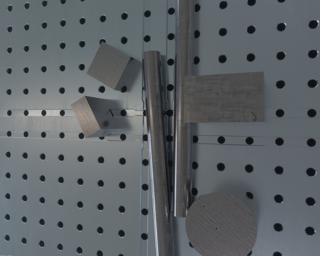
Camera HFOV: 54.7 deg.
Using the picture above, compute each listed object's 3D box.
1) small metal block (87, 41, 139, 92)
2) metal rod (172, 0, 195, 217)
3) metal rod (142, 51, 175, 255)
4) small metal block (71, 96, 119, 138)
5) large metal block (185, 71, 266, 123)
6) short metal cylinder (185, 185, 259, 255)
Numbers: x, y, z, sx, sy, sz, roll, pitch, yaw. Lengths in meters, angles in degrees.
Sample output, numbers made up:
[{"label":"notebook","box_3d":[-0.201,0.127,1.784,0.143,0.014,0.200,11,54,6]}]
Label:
[{"label":"small metal block","box_3d":[-0.067,-0.086,0.436,0.050,0.025,0.050,31,100,17]},{"label":"metal rod","box_3d":[0.031,-0.037,0.401,0.025,0.025,0.298,1,90,20]},{"label":"metal rod","box_3d":[-0.002,0.048,0.413,0.025,0.025,0.298,-4,89,20]},{"label":"small metal block","box_3d":[-0.090,-0.015,0.431,0.025,0.050,0.050,-30,81,18]},{"label":"large metal block","box_3d":[0.078,-0.031,0.356,0.080,0.080,0.050,0,90,20]},{"label":"short metal cylinder","box_3d":[0.076,0.112,0.372,0.080,0.050,0.079,0,90,20]}]
